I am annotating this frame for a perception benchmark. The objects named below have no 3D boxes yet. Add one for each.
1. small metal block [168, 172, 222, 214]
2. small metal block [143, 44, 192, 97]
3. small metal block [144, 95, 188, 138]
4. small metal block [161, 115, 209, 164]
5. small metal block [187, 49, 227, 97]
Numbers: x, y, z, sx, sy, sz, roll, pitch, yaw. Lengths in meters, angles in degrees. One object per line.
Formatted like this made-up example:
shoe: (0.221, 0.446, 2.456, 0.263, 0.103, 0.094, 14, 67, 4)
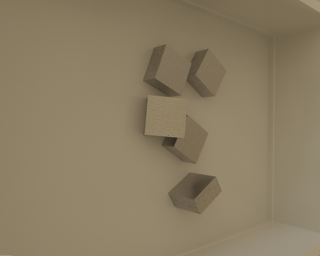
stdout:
small metal block: (0.049, 0.090, 0.434, 0.050, 0.050, 0.025, -37, 113, -34)
small metal block: (0.011, -0.076, 0.418, 0.050, 0.025, 0.050, 28, 73, -37)
small metal block: (0.006, -0.014, 0.399, 0.050, 0.025, 0.050, 5, 86, -7)
small metal block: (0.036, 0.016, 0.440, 0.050, 0.025, 0.050, 38, 66, -34)
small metal block: (0.068, -0.082, 0.466, 0.050, 0.025, 0.050, 41, 65, -33)
